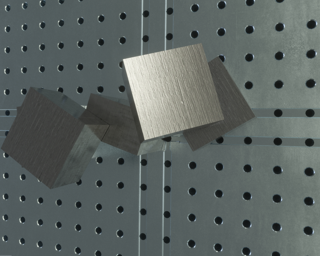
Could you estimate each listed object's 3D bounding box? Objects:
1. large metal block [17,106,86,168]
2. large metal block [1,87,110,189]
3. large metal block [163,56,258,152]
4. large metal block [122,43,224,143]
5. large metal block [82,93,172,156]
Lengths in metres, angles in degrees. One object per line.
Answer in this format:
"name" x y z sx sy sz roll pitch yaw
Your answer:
"large metal block" -0.146 0.009 0.433 0.050 0.080 0.080 -7 88 19
"large metal block" -0.119 0.010 0.354 0.080 0.050 0.080 33 100 17
"large metal block" 0.060 -0.027 0.377 0.080 0.050 0.080 -32 80 17
"large metal block" 0.010 -0.034 0.322 0.081 0.050 0.080 -14 85 -10
"large metal block" -0.040 -0.005 0.396 0.080 0.080 0.050 20 97 18
